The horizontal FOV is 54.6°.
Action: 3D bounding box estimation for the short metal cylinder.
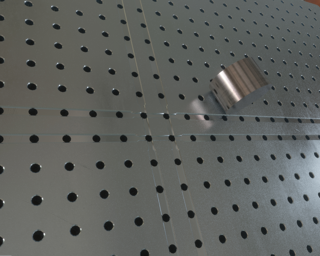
[{"bbox_3d":[0.123,-0.064,0.477,0.081,0.080,0.050,-19,72,-35],"label":"short metal cylinder"}]
